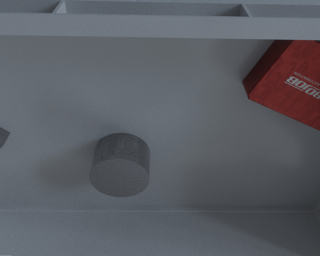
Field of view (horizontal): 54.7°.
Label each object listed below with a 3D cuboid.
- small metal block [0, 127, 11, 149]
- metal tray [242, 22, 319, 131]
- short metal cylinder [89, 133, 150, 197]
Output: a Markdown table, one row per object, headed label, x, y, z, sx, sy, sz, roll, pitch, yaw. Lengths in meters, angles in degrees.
| label | x | y | z | sx | sy | sz | roll | pitch | yaw |
| --- | --- | --- | --- | --- | --- | --- | --- | --- | --- |
| small metal block | -0.242 | 0.015 | 0.418 | 0.050 | 0.025 | 0.050 | -37 | 121 | 27 |
| metal tray | 0.177 | -0.053 | 0.363 | 0.131 | 0.030 | 0.089 | 20 | 127 | -17 |
| short metal cylinder | -0.055 | 0.053 | 0.437 | 0.081 | 0.050 | 0.079 | 0 | 130 | 0 |
